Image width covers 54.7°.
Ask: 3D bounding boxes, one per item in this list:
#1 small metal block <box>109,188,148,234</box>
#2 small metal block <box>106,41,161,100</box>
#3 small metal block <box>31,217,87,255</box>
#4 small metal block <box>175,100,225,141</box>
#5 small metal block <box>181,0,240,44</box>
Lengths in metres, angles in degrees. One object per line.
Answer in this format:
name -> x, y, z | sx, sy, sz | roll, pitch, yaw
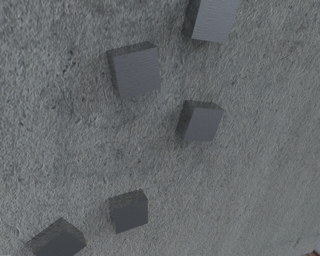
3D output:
small metal block -> -0.046, 0.123, 0.458 | 0.050, 0.025, 0.050 | -13, 124, -22
small metal block -> -0.029, -0.066, 0.350 | 0.050, 0.025, 0.050 | -18, 126, -18
small metal block -> -0.139, 0.159, 0.429 | 0.050, 0.025, 0.050 | -36, 129, -4
small metal block -> 0.055, -0.010, 0.431 | 0.050, 0.025, 0.050 | 3, 117, -30
small metal block -> 0.058, -0.129, 0.359 | 0.050, 0.025, 0.050 | -1, 119, -28
